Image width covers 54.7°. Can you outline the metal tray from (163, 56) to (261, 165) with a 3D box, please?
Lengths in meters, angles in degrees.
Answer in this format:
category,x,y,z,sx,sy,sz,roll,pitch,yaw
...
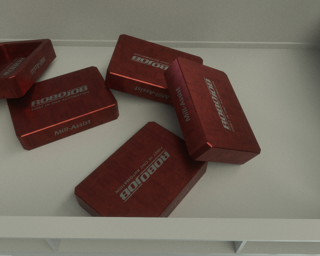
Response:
category,x,y,z,sx,sy,sz,roll,pitch,yaw
metal tray,0.062,-0.022,0.380,0.091,0.030,0.130,9,52,-36

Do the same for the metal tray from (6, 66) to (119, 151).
category,x,y,z,sx,sy,sz,roll,pitch,yaw
metal tray,-0.134,-0.032,0.427,0.131,0.030,0.090,-21,53,-17

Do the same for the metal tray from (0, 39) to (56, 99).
category,x,y,z,sx,sy,sz,roll,pitch,yaw
metal tray,-0.218,-0.088,0.446,0.090,0.030,0.130,-2,37,8

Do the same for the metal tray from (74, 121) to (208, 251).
category,x,y,z,sx,sy,sz,roll,pitch,yaw
metal tray,-0.017,0.058,0.353,0.090,0.030,0.131,32,57,24

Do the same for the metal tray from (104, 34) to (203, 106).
category,x,y,z,sx,sy,sz,roll,pitch,yaw
metal tray,-0.005,-0.082,0.450,0.131,0.030,0.090,15,50,-7
